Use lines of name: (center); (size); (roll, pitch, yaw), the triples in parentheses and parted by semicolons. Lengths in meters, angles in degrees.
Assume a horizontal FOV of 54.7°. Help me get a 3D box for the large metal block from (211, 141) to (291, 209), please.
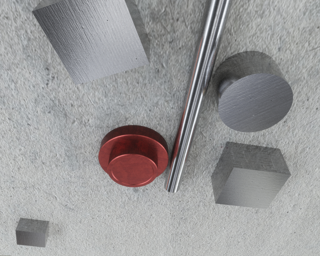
large metal block: (0.128, 0.071, 0.453); (0.081, 0.050, 0.079); (8, 130, -8)

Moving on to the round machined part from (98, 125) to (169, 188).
round machined part: (-0.037, 0.046, 0.435); (0.099, 0.042, 0.097); (-1, 130, 0)

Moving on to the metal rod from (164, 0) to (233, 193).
metal rod: (0.039, -0.021, 0.389); (0.025, 0.025, 0.298); (6, 130, -5)

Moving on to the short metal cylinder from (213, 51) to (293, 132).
short metal cylinder: (0.104, -0.041, 0.357); (0.081, 0.050, 0.079); (0, 130, 0)

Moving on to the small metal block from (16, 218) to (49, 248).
small metal block: (-0.233, 0.193, 0.568); (0.050, 0.025, 0.050); (10, 129, -9)

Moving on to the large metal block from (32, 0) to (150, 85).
large metal block: (-0.061, -0.098, 0.306); (0.080, 0.050, 0.080); (-14, 129, 11)
